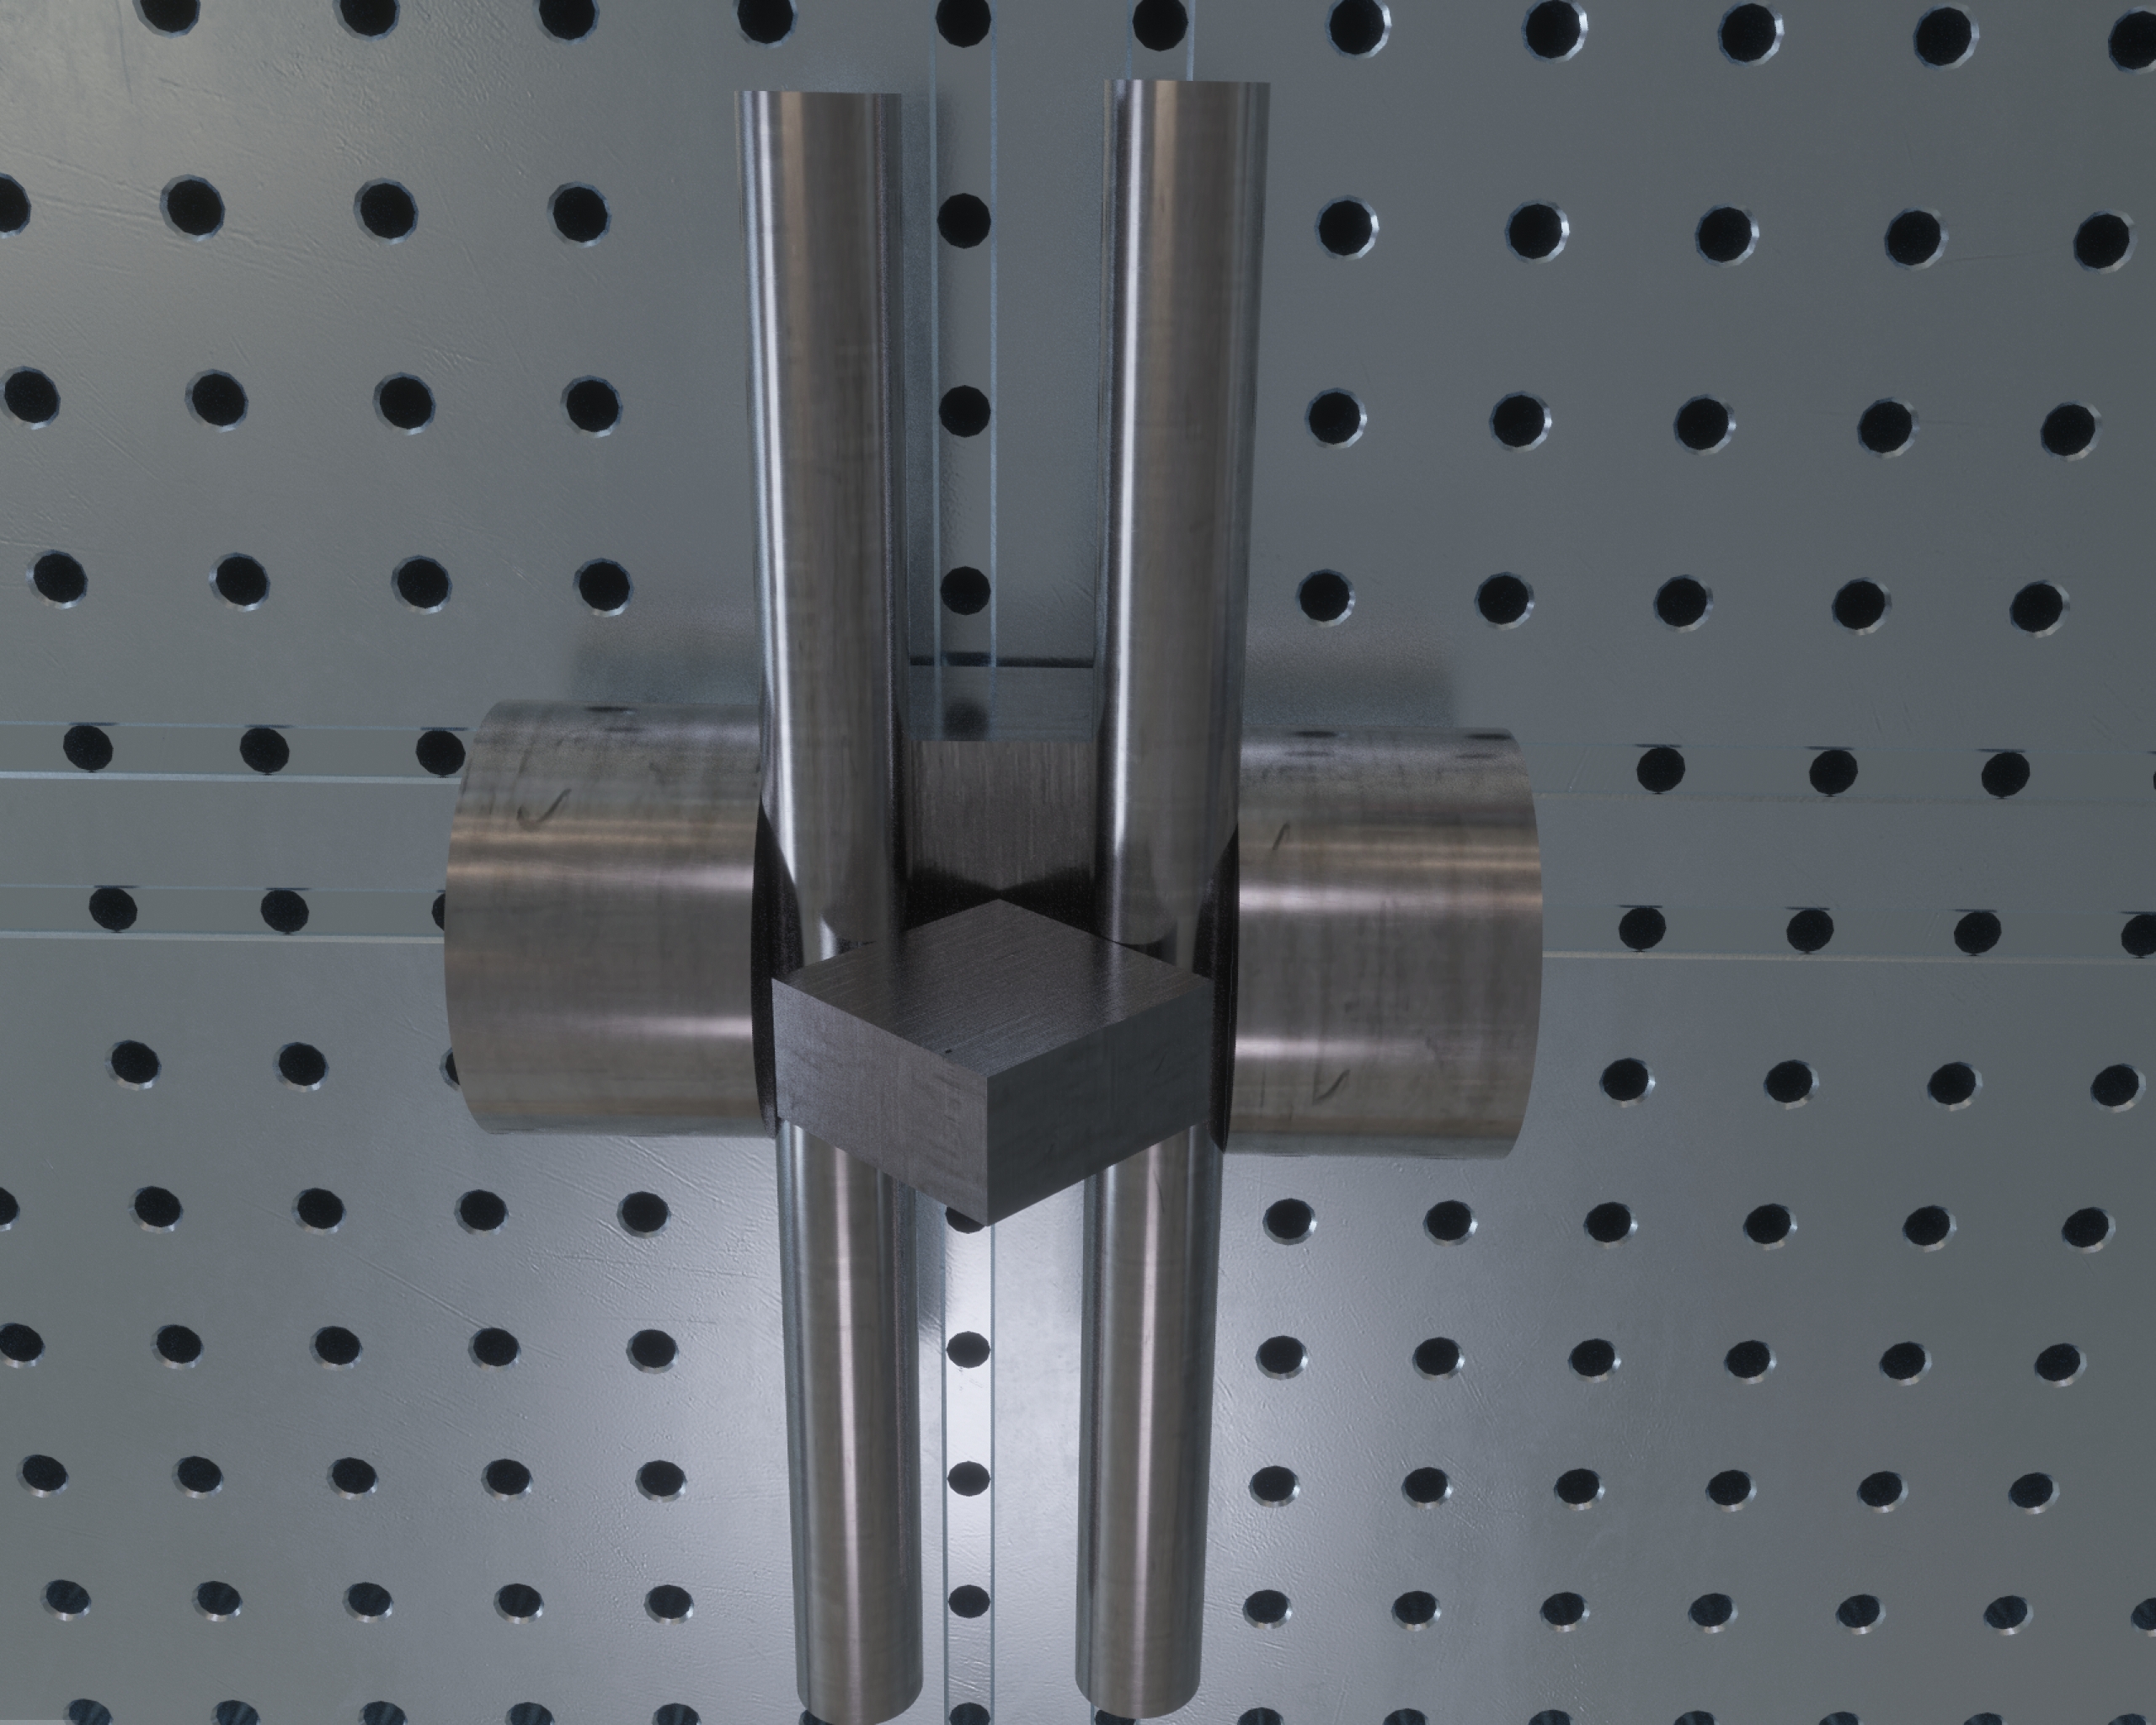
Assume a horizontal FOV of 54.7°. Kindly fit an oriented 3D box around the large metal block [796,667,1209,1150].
[{"bbox_3d":[-0.014,0.008,0.399,0.081,0.050,0.079,1,110,-1],"label":"large metal block"}]

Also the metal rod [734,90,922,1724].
[{"bbox_3d":[-0.041,0.024,0.365,0.025,0.025,0.298,1,110,-1],"label":"metal rod"}]

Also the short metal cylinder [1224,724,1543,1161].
[{"bbox_3d":[0.052,0.014,0.385,0.050,0.080,0.079,1,110,0],"label":"short metal cylinder"}]

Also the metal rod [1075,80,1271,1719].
[{"bbox_3d":[0.014,0.022,0.365,0.025,0.025,0.298,1,110,-1],"label":"metal rod"}]

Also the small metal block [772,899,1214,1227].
[{"bbox_3d":[-0.014,0.030,0.340,0.050,0.050,0.025,19,117,40],"label":"small metal block"}]

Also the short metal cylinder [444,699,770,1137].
[{"bbox_3d":[-0.080,0.010,0.383,0.050,0.080,0.079,1,110,-1],"label":"short metal cylinder"}]
